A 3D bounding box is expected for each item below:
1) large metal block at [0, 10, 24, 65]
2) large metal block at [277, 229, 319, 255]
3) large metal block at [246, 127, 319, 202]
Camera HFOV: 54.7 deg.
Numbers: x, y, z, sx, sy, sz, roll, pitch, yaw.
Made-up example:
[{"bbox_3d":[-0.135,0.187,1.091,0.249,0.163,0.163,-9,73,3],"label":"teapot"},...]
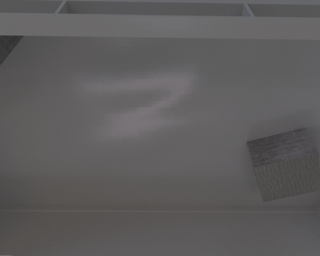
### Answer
[{"bbox_3d":[-0.196,-0.077,0.306,0.080,0.080,0.050,-23,127,18],"label":"large metal block"},{"bbox_3d":[0.281,0.253,0.593,0.080,0.080,0.050,29,124,-22],"label":"large metal block"},{"bbox_3d":[0.176,0.054,0.440,0.080,0.050,0.080,-16,129,13],"label":"large metal block"}]
